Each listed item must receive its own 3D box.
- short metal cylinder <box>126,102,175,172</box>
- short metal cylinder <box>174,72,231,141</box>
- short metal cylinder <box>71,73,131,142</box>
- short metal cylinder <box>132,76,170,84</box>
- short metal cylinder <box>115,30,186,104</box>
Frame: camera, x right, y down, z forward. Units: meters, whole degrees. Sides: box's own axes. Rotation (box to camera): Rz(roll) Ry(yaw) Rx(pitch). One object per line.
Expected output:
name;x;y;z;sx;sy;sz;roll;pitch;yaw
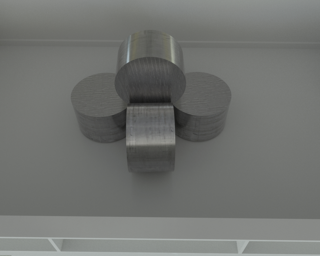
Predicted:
short metal cylinder;-0.010;0.011;0.358;0.050;0.080;0.080;-1;50;-2
short metal cylinder;0.050;-0.029;0.411;0.080;0.050;0.080;0;50;0
short metal cylinder;-0.071;-0.028;0.409;0.080;0.050;0.080;0;50;0
short metal cylinder;-0.013;-0.088;0.441;0.050;0.080;0.080;-1;50;-2
short metal cylinder;-0.011;-0.067;0.366;0.081;0.080;0.050;-1;50;-1
